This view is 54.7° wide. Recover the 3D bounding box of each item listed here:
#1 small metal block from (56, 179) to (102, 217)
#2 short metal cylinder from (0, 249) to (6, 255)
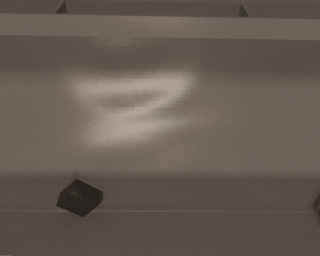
[{"bbox_3d":[-0.131,0.115,0.505,0.050,0.025,0.050,34,122,-26],"label":"small metal block"},{"bbox_3d":[-0.347,0.260,0.592,0.080,0.080,0.050,-21,127,17],"label":"short metal cylinder"}]
